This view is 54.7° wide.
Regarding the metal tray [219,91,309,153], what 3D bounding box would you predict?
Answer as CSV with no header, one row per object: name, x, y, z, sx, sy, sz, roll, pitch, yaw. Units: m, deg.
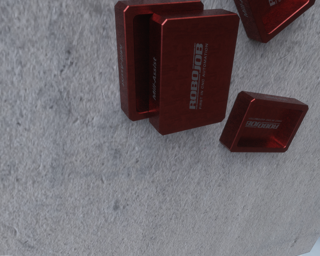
metal tray,0.167,-0.006,0.493,0.131,0.030,0.089,3,117,-30

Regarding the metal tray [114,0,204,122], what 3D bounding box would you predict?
metal tray,-0.001,-0.078,0.356,0.091,0.030,0.129,-13,124,-22

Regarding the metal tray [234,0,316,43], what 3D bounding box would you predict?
metal tray,0.129,-0.179,0.365,0.090,0.030,0.130,-40,130,-2

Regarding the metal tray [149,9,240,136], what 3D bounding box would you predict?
metal tray,0.035,-0.061,0.347,0.091,0.030,0.129,-13,124,-22
